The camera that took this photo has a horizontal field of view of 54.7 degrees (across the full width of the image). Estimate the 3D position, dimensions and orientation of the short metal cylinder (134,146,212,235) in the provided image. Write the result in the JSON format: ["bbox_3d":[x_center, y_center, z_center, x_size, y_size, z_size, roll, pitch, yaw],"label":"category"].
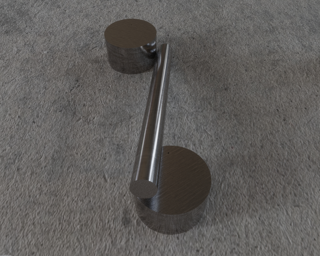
[{"bbox_3d":[0.012,0.066,0.332,0.081,0.050,0.080,0,50,0],"label":"short metal cylinder"}]

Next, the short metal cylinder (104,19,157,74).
[{"bbox_3d":[-0.046,-0.132,0.497,0.081,0.050,0.080,0,50,0],"label":"short metal cylinder"}]

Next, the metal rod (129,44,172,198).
[{"bbox_3d":[-0.003,-0.037,0.392,0.025,0.025,0.300,4,37,3],"label":"metal rod"}]
